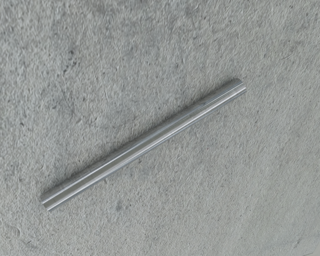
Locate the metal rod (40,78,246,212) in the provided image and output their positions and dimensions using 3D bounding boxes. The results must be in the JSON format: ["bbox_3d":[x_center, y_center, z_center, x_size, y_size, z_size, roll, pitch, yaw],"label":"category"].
[{"bbox_3d":[-0.015,0.018,0.411,0.301,0.025,0.025,-31,129,-8],"label":"metal rod"}]
